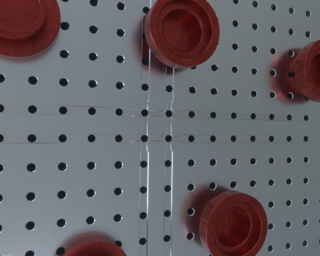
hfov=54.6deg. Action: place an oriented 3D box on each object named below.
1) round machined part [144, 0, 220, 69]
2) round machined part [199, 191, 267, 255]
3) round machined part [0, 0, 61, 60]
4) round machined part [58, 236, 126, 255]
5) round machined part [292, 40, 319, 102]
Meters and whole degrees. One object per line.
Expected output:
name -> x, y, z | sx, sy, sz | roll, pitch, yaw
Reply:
round machined part -> 0.026, -0.127, 0.413 | 0.099, 0.042, 0.097 | 0, 90, -20
round machined part -> 0.099, 0.138, 0.440 | 0.099, 0.042, 0.097 | 0, 90, -20
round machined part -> -0.162, -0.128, 0.344 | 0.099, 0.042, 0.097 | 0, 90, -20
round machined part -> -0.081, 0.186, 0.374 | 0.099, 0.042, 0.097 | 0, 90, -20
round machined part -> 0.254, -0.090, 0.496 | 0.099, 0.042, 0.097 | 0, 90, -20
